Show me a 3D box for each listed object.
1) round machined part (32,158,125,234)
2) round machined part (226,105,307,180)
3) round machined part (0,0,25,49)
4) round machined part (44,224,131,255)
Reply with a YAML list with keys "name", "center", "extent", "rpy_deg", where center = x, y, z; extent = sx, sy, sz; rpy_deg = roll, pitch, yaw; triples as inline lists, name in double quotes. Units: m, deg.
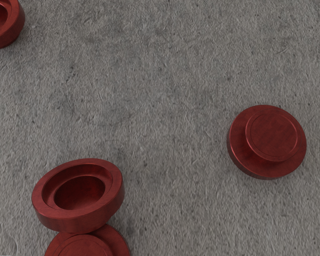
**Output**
- name: "round machined part"
  center: [-0.089, 0.080, 0.352]
  extent: [0.099, 0.042, 0.098]
  rpy_deg: [-3, 31, 2]
- name: "round machined part"
  center: [0.138, 0.014, 0.395]
  extent: [0.099, 0.042, 0.098]
  rpy_deg: [0, 70, 0]
- name: "round machined part"
  center: [-0.247, -0.155, 0.454]
  extent: [0.099, 0.042, 0.098]
  rpy_deg: [0, 70, 0]
- name: "round machined part"
  center: [-0.082, 0.153, 0.343]
  extent: [0.099, 0.042, 0.098]
  rpy_deg: [0, 70, 0]
